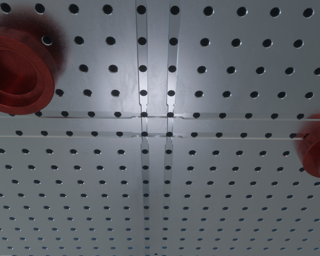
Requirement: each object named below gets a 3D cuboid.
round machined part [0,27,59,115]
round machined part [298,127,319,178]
[{"bbox_3d":[-0.162,-0.065,0.344,0.099,0.042,0.097,0,130,0],"label":"round machined part"},{"bbox_3d":[0.253,0.040,0.436,0.099,0.042,0.097,0,130,0],"label":"round machined part"}]
